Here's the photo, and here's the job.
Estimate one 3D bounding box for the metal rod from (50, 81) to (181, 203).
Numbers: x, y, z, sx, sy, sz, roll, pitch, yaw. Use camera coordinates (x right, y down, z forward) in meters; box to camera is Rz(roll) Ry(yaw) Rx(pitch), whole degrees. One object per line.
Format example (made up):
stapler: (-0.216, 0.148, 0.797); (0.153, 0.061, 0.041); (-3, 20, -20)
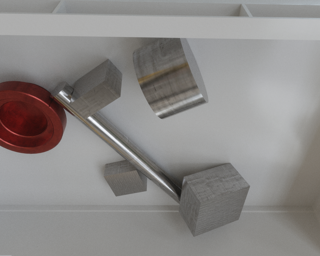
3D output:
metal rod: (-0.030, 0.044, 0.439); (0.025, 0.025, 0.300); (-29, 127, 22)

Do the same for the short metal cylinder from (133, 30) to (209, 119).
short metal cylinder: (0.013, -0.055, 0.326); (0.050, 0.080, 0.080); (-20, 128, 16)

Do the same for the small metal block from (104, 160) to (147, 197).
small metal block: (-0.051, 0.076, 0.473); (0.050, 0.025, 0.050); (-12, 130, 10)

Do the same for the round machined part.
round machined part: (-0.165, -0.017, 0.381); (0.099, 0.042, 0.097); (0, 131, 0)

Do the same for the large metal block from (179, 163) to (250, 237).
large metal block: (0.079, 0.107, 0.465); (0.081, 0.050, 0.079); (-13, 131, -20)

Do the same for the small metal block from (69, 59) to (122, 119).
small metal block: (-0.071, -0.045, 0.352); (0.050, 0.050, 0.025); (-30, 125, 19)
